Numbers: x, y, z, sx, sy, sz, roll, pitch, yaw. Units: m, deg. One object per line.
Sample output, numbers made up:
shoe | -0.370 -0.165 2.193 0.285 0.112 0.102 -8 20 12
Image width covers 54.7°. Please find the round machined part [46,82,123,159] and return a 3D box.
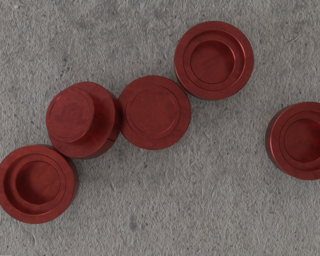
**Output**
round machined part | -0.100 -0.012 0.383 0.098 0.042 0.098 -5 76 20

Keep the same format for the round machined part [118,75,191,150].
round machined part | -0.009 -0.020 0.401 0.099 0.042 0.097 0 90 0

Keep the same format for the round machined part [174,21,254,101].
round machined part | 0.067 -0.084 0.402 0.099 0.042 0.097 0 90 0

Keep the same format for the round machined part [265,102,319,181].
round machined part | 0.185 0.016 0.403 0.099 0.042 0.097 0 90 0

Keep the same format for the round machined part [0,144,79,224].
round machined part | -0.154 0.069 0.400 0.099 0.042 0.097 0 90 0
